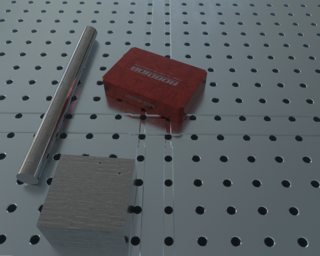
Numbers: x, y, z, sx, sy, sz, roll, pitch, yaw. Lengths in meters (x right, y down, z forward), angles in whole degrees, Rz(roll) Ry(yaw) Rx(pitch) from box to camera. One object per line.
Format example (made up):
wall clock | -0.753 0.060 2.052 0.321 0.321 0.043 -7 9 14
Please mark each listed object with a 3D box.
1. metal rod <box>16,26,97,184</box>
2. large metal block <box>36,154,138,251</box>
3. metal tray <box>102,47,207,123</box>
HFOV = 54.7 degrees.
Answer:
metal rod | -0.138 -0.056 0.452 0.025 0.025 0.300 5 50 3
large metal block | -0.070 0.077 0.326 0.080 0.050 0.080 4 50 3
metal tray | -0.007 -0.068 0.462 0.130 0.030 0.090 22 53 17
